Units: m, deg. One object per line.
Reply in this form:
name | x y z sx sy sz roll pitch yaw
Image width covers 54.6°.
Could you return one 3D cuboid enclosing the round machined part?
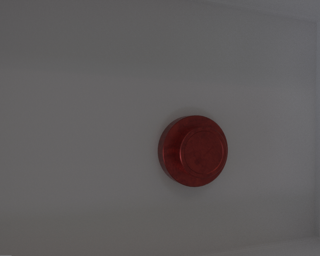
round machined part | 0.050 0.032 0.420 0.099 0.042 0.097 0 90 -20
